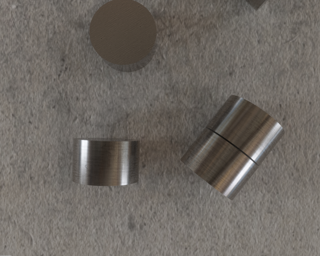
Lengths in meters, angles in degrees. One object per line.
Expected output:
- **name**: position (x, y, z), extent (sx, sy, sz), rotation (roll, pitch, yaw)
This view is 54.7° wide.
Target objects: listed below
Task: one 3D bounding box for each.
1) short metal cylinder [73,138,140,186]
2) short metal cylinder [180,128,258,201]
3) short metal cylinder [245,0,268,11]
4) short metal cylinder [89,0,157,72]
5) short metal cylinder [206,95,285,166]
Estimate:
- **short metal cylinder**: position (-0.066, 0.039, 0.382), extent (0.081, 0.080, 0.050), rotation (2, 90, -1)
- **short metal cylinder**: position (0.072, 0.044, 0.384), extent (0.080, 0.080, 0.050), rotation (38, 90, -1)
- **short metal cylinder**: position (0.133, -0.194, 0.384), extent (0.050, 0.080, 0.080), rotation (45, 90, 0)
- **short metal cylinder**: position (-0.045, -0.116, 0.397), extent (0.081, 0.050, 0.079), rotation (0, 90, -1)
- **short metal cylinder**: position (0.104, 0.003, 0.384), extent (0.080, 0.080, 0.050), rotation (38, 90, -1)
